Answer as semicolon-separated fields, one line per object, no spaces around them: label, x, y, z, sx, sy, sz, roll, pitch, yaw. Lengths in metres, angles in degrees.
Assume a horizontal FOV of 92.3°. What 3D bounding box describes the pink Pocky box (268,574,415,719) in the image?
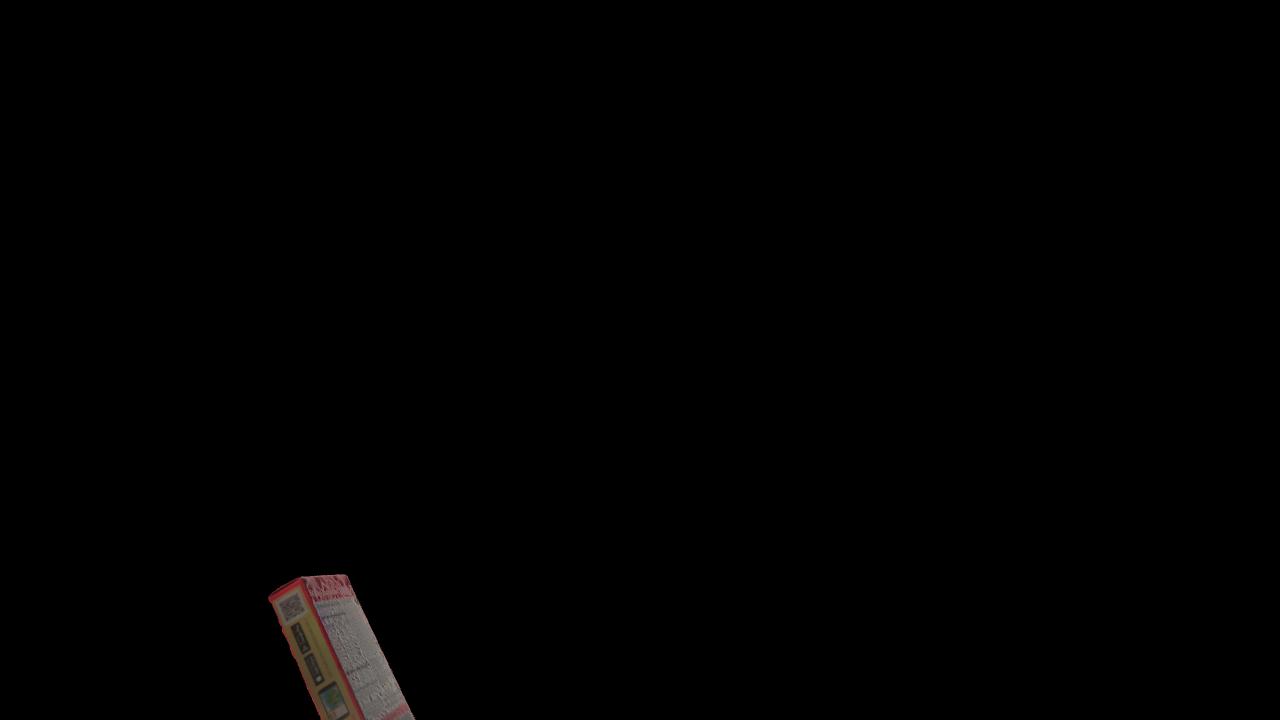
pink Pocky box;-0.222;0.240;0.472;0.029;0.155;0.084;-31;-14;-11
